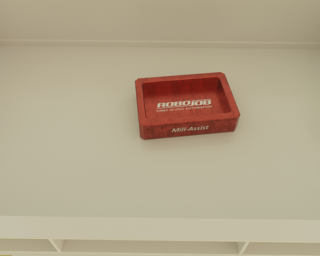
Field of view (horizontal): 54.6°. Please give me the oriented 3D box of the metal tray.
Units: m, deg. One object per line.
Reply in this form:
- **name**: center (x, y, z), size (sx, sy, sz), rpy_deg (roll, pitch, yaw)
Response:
- **metal tray**: center (0.034, -0.033, 0.429), size (0.131, 0.030, 0.090), rpy_deg (-5, 50, -5)
